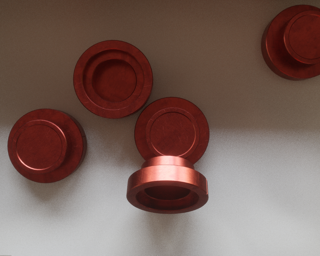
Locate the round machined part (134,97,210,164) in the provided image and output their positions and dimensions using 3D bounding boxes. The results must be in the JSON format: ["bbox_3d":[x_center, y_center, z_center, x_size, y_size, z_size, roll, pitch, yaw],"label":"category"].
[{"bbox_3d":[0.016,0.008,0.403,0.099,0.042,0.097,0,90,-1],"label":"round machined part"}]

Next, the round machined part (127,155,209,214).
[{"bbox_3d":[0.010,0.069,0.385,0.099,0.097,0.042,2,54,-1],"label":"round machined part"}]

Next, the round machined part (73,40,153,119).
[{"bbox_3d":[-0.058,-0.060,0.402,0.099,0.042,0.097,0,90,-1],"label":"round machined part"}]

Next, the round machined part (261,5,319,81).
[{"bbox_3d":[0.188,-0.114,0.405,0.099,0.042,0.097,0,90,-1],"label":"round machined part"}]

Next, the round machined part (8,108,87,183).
[{"bbox_3d":[-0.149,0.023,0.401,0.099,0.042,0.097,0,90,-1],"label":"round machined part"}]
